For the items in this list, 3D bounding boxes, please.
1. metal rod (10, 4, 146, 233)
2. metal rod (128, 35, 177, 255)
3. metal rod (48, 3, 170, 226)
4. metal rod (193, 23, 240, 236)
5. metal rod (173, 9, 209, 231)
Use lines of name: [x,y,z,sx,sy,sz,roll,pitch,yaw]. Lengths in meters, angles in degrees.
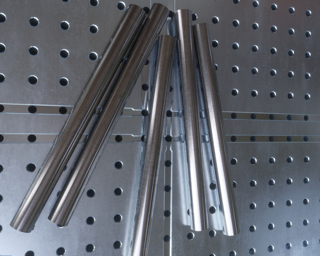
metal rod: [-0.094,-0.019,0.377,0.025,0.025,0.299,29,80,-18]
metal rod: [-0.010,0.027,0.409,0.025,0.025,0.299,9,87,-20]
metal rod: [-0.060,-0.024,0.391,0.025,0.025,0.299,27,81,-18]
metal rod: [0.080,0.004,0.441,0.025,0.025,0.298,-11,94,-20]
metal rod: [0.043,-0.009,0.428,0.025,0.025,0.298,-5,92,-20]
